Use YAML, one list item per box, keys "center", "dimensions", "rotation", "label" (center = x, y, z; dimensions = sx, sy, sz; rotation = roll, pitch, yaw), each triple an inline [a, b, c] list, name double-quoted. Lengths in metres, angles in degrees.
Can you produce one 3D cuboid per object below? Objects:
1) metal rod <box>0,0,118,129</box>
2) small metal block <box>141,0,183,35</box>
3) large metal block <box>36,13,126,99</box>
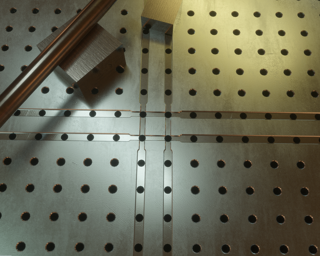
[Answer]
- center: [-0.134, -0.093, 0.390]
  dimensions: [0.025, 0.025, 0.300]
  rotation: [33, 73, 11]
  label: "metal rod"
- center: [0.003, -0.177, 0.477]
  dimensions: [0.050, 0.025, 0.050]
  rotation: [17, 71, 5]
  label: "small metal block"
- center: [-0.107, -0.103, 0.435]
  dimensions: [0.080, 0.050, 0.080]
  rotation: [42, 75, 13]
  label: "large metal block"
